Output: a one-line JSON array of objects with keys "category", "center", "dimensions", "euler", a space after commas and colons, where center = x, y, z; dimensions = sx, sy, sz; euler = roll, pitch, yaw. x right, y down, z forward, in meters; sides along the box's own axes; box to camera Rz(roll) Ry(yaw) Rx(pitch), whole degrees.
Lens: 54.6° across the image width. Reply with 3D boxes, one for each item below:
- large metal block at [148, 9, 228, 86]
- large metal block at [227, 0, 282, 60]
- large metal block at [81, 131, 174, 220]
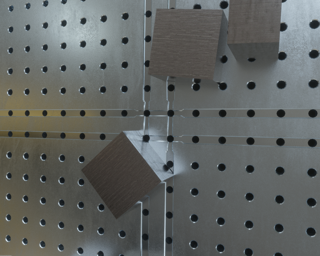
[{"category": "large metal block", "center": [0.037, -0.100, 0.387], "dimensions": [0.080, 0.050, 0.080], "euler": [8, 93, 20]}, {"category": "large metal block", "center": [0.108, -0.125, 0.345], "dimensions": [0.050, 0.080, 0.080], "euler": [3, 91, 20]}, {"category": "large metal block", "center": [-0.043, 0.060, 0.415], "dimensions": [0.080, 0.050, 0.080], "euler": [-42, 77, 15]}]
